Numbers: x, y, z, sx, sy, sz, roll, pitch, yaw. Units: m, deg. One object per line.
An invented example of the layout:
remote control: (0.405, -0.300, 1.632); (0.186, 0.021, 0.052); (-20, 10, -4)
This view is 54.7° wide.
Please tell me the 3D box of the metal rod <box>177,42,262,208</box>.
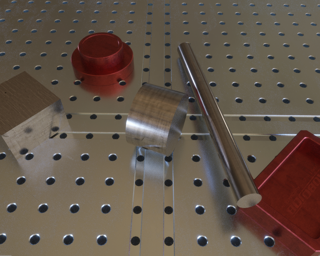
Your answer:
metal rod: (0.065, -0.030, 0.413); (0.025, 0.025, 0.300); (-7, 44, -6)

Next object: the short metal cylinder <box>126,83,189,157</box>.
short metal cylinder: (-0.002, -0.010, 0.381); (0.050, 0.080, 0.080); (17, 52, 14)

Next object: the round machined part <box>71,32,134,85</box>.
round machined part: (-0.092, -0.116, 0.493); (0.099, 0.042, 0.098); (0, 50, 0)

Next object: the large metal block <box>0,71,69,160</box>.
large metal block: (-0.182, -0.019, 0.405); (0.080, 0.050, 0.080); (35, 58, 25)

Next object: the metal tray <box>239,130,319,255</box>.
metal tray: (0.164, 0.068, 0.348); (0.131, 0.030, 0.090); (-37, 59, -27)
